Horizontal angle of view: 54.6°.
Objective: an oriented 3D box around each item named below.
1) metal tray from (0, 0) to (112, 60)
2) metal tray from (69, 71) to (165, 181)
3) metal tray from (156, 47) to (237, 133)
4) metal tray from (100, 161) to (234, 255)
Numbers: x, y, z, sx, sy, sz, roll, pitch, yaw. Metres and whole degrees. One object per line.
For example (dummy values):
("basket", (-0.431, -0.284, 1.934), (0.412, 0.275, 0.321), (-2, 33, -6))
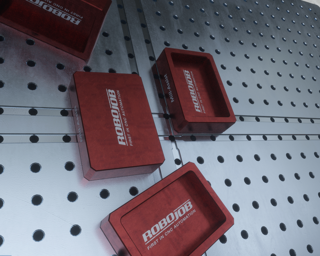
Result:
("metal tray", (-0.136, -0.148, 0.383), (0.131, 0.090, 0.030), (23, 53, -14))
("metal tray", (-0.055, -0.007, 0.379), (0.091, 0.030, 0.130), (-3, 63, -29))
("metal tray", (0.053, -0.057, 0.467), (0.091, 0.030, 0.130), (0, 62, -28))
("metal tray", (0.013, 0.105, 0.346), (0.131, 0.030, 0.090), (-27, 77, -37))
